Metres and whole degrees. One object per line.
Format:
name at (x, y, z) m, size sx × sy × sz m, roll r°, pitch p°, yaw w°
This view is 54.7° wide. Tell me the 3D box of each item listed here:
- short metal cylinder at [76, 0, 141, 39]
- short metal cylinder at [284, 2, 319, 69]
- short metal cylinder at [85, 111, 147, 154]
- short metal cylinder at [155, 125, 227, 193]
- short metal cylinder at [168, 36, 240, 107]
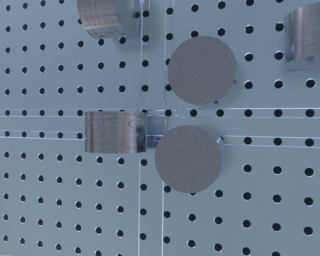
short metal cylinder at (-0.064, -0.159, 0.405) m, size 0.050 × 0.080 × 0.079 m, roll 0°, pitch 90°, yaw 20°
short metal cylinder at (0.173, -0.094, 0.323) m, size 0.080 × 0.080 × 0.050 m, roll -1°, pitch 90°, yaw 19°
short metal cylinder at (-0.057, 0.005, 0.402) m, size 0.080 × 0.080 × 0.050 m, roll 0°, pitch 90°, yaw 19°
short metal cylinder at (0.040, 0.036, 0.385) m, size 0.080 × 0.050 × 0.079 m, roll 0°, pitch 90°, yaw 19°
short metal cylinder at (0.055, -0.066, 0.379) m, size 0.080 × 0.050 × 0.079 m, roll 0°, pitch 90°, yaw 19°
